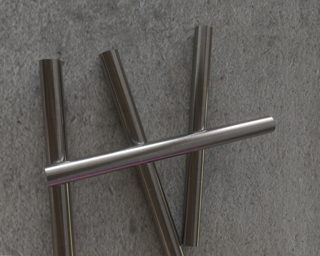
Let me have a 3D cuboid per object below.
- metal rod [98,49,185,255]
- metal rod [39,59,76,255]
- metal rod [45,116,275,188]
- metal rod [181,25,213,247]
[{"bbox_3d":[-0.019,0.047,0.402,0.025,0.025,0.298,-20,97,-19],"label":"metal rod"},{"bbox_3d":[-0.118,0.071,0.365,0.025,0.025,0.298,-4,92,-20],"label":"metal rod"},{"bbox_3d":[0.016,0.024,0.388,0.303,0.025,0.025,-12,94,-20],"label":"metal rod"},{"bbox_3d":[0.051,0.010,0.429,0.025,0.025,0.298,4,89,-20],"label":"metal rod"}]
